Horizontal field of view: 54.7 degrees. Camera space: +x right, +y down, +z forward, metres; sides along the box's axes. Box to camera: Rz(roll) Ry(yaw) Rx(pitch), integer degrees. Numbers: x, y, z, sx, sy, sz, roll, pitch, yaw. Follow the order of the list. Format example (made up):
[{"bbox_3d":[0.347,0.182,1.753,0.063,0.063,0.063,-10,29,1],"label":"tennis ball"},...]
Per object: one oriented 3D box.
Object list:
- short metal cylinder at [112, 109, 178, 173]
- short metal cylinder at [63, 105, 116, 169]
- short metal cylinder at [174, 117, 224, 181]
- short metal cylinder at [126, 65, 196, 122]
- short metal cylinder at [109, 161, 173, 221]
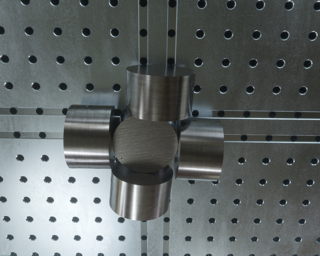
[{"bbox_3d":[-0.019,0.011,0.404,0.081,0.050,0.079,-1,110,-1],"label":"short metal cylinder"},{"bbox_3d":[-0.084,0.011,0.387,0.050,0.080,0.079,1,110,-1],"label":"short metal cylinder"},{"bbox_3d":[0.047,0.026,0.394,0.050,0.080,0.079,3,110,-2],"label":"short metal cylinder"},{"bbox_3d":[0.000,-0.044,0.367,0.081,0.080,0.050,3,110,-1],"label":"short metal cylinder"},{"bbox_3d":[-0.025,0.077,0.411,0.081,0.080,0.050,6,110,-2],"label":"short metal cylinder"}]
